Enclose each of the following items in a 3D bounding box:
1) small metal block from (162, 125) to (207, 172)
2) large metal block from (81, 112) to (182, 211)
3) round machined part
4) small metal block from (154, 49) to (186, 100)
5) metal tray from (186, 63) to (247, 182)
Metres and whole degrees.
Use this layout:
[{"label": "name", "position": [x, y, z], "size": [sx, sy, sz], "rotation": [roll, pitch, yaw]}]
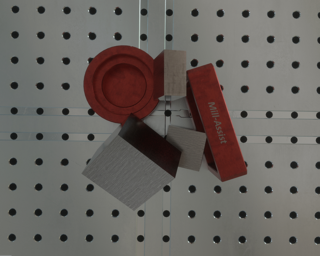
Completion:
[{"label": "small metal block", "position": [0.033, 0.026, 0.409], "size": [0.050, 0.025, 0.050], "rotation": [12, 94, 10]}, {"label": "large metal block", "position": [-0.033, 0.042, 0.378], "size": [0.080, 0.050, 0.080], "rotation": [39, 122, -11]}, {"label": "round machined part", "position": [-0.046, -0.054, 0.404], "size": [0.099, 0.042, 0.097], "rotation": [0, 90, -1]}, {"label": "small metal block", "position": [0.010, -0.059, 0.360], "size": [0.025, 0.050, 0.050], "rotation": [0, 89, -14]}, {"label": "metal tray", "position": [0.063, -0.006, 0.382], "size": [0.030, 0.090, 0.129], "rotation": [-18, 90, 0]}]
